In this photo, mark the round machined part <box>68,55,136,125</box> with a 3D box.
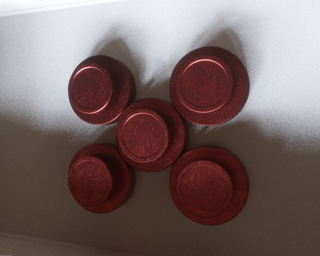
[{"bbox_3d":[-0.087,-0.053,0.429,0.098,0.042,0.097,0,90,19],"label":"round machined part"}]

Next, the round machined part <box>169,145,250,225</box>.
[{"bbox_3d":[0.058,0.071,0.379,0.098,0.042,0.097,0,90,19],"label":"round machined part"}]

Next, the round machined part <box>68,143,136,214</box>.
[{"bbox_3d":[-0.087,0.071,0.429,0.098,0.042,0.097,0,90,19],"label":"round machined part"}]

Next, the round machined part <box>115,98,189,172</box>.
[{"bbox_3d":[-0.015,0.009,0.404,0.098,0.042,0.097,0,90,19],"label":"round machined part"}]

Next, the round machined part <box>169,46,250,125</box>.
[{"bbox_3d":[0.058,-0.052,0.379,0.098,0.042,0.097,0,90,19],"label":"round machined part"}]
